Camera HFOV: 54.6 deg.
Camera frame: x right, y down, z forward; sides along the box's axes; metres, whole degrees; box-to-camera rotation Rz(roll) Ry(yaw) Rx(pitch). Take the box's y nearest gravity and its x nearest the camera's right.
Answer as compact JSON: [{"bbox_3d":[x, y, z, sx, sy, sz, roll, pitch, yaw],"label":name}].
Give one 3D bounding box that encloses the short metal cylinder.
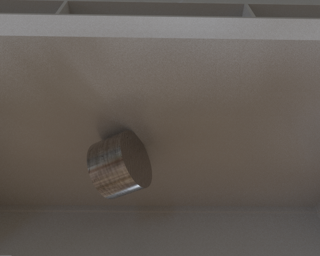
[{"bbox_3d":[-0.052,0.049,0.414,0.050,0.080,0.080,-22,127,18],"label":"short metal cylinder"}]
